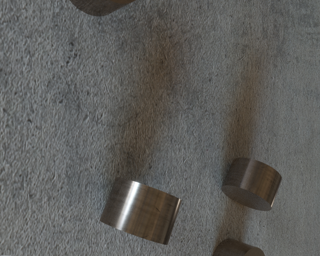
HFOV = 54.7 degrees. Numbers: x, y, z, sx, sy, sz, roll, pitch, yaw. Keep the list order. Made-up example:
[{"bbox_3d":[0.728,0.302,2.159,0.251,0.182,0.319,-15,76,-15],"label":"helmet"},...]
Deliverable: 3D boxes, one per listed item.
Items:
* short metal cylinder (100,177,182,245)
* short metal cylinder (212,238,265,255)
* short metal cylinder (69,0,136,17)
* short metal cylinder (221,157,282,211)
[{"bbox_3d":[-0.021,0.093,0.351,0.080,0.080,0.050,31,71,-36],"label":"short metal cylinder"},{"bbox_3d":[0.125,0.224,0.494,0.081,0.050,0.080,0,90,-40],"label":"short metal cylinder"},{"bbox_3d":[-0.062,-0.169,0.336,0.081,0.050,0.080,0,90,-40],"label":"short metal cylinder"},{"bbox_3d":[0.144,0.089,0.490,0.080,0.080,0.050,44,64,-32],"label":"short metal cylinder"}]
